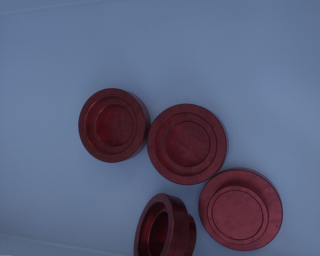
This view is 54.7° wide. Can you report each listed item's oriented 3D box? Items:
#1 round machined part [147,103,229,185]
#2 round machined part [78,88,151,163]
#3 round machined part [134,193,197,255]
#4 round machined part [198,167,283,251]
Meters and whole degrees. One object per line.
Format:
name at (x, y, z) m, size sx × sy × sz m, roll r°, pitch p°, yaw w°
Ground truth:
round machined part at (0.037, 0.019, 0.388) m, size 0.098 × 0.042 × 0.097 m, roll 0°, pitch 90°, yaw 20°
round machined part at (-0.058, -0.003, 0.422) m, size 0.098 × 0.042 × 0.097 m, roll 0°, pitch 90°, yaw 20°
round machined part at (0.009, 0.133, 0.379) m, size 0.042 × 0.098 × 0.097 m, roll 22°, pitch 99°, yaw -22°
round machined part at (0.094, 0.098, 0.368) m, size 0.098 × 0.042 × 0.097 m, roll 0°, pitch 90°, yaw 20°
